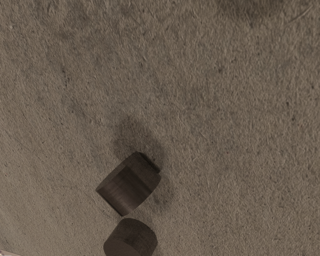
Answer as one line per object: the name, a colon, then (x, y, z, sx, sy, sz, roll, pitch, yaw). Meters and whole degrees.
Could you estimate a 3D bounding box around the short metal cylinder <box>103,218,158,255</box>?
short metal cylinder: (-0.051, 0.206, 0.543, 0.080, 0.050, 0.079, 13, 124, 20)

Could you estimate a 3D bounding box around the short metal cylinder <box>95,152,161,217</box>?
short metal cylinder: (-0.045, 0.079, 0.442, 0.050, 0.080, 0.080, 48, 129, -6)
